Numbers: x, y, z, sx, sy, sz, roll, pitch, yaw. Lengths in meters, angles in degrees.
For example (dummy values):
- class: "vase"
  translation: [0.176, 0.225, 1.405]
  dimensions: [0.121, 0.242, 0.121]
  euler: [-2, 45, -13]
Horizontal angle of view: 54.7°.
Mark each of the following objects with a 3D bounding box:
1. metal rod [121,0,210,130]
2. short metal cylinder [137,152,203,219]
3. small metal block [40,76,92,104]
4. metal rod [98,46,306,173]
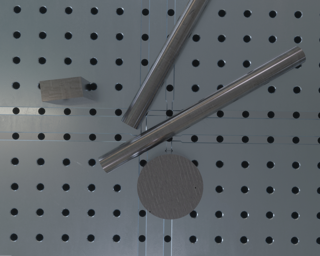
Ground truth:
- class: "metal rod"
  translation: [0.032, -0.134, 0.413]
  dimensions: [0.025, 0.025, 0.299]
  euler: [29, 90, 0]
- class: "short metal cylinder"
  translation: [0.013, 0.071, 0.401]
  dimensions: [0.081, 0.050, 0.079]
  euler: [0, 90, 0]
- class: "small metal block"
  translation: [-0.119, -0.047, 0.400]
  dimensions: [0.050, 0.050, 0.025]
  euler: [-7, 90, 0]
- class: "metal rod"
  translation: [0.056, -0.024, 0.413]
  dimensions: [0.301, 0.025, 0.025]
  euler: [-29, 90, 0]
